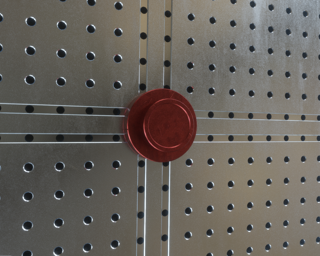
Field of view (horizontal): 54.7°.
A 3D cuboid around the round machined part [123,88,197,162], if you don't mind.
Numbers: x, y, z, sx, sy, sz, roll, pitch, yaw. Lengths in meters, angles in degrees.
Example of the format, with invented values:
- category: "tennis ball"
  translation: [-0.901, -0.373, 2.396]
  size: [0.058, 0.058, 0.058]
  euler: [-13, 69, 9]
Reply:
- category: "round machined part"
  translation: [0.005, -0.003, 0.406]
  size: [0.099, 0.042, 0.097]
  euler: [0, 90, -21]
